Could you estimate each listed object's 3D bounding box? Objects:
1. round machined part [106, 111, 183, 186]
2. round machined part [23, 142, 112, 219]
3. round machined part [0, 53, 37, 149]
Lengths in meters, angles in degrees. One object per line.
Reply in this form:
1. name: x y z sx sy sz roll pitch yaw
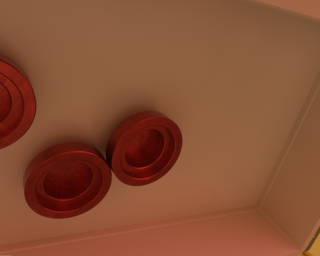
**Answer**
1. round machined part: -0.023 0.022 0.396 0.099 0.042 0.097 -17 124 -26
2. round machined part: -0.112 0.058 0.373 0.099 0.042 0.097 -14 125 -21
3. round machined part: -0.170 -0.028 0.288 0.099 0.042 0.097 -14 125 -21
